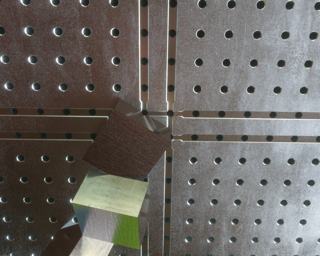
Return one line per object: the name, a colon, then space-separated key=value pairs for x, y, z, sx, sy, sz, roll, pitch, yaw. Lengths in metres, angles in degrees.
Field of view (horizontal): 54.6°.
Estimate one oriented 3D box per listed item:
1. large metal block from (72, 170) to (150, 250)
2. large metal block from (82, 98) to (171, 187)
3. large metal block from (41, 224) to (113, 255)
large metal block: x=-0.059 y=0.107 z=0.402 sx=0.080 sy=0.050 sz=0.080 roll=10 pitch=134 yaw=9
large metal block: x=-0.042 y=0.020 z=0.407 sx=0.080 sy=0.050 sz=0.080 roll=32 pitch=107 yaw=-11
large metal block: x=-0.124 y=0.184 z=0.438 sx=0.080 sy=0.080 sz=0.050 roll=-25 pitch=110 yaw=32
